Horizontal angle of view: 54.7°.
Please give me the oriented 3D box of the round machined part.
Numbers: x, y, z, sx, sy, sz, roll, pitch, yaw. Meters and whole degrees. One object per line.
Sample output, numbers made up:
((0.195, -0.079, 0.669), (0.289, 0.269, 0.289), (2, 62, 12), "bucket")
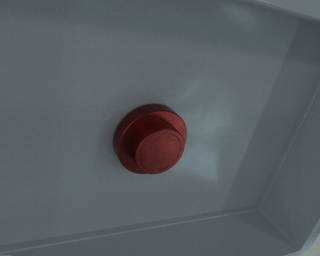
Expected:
((-0.007, 0.021, 0.404), (0.099, 0.042, 0.097), (-14, 125, -21), "round machined part")
